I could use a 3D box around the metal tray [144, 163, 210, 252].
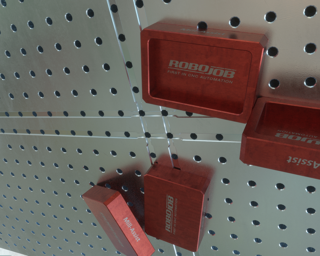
[{"bbox_3d":[0.023,0.122,0.470,0.090,0.030,0.129,14,124,20],"label":"metal tray"}]

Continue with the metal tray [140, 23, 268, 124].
[{"bbox_3d":[0.044,-0.062,0.345,0.130,0.030,0.089,13,124,20],"label":"metal tray"}]

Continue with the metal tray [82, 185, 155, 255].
[{"bbox_3d":[-0.071,0.161,0.523,0.090,0.030,0.129,-3,120,53],"label":"metal tray"}]

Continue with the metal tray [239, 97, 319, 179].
[{"bbox_3d":[0.151,0.010,0.295,0.130,0.090,0.030,11,123,22],"label":"metal tray"}]
